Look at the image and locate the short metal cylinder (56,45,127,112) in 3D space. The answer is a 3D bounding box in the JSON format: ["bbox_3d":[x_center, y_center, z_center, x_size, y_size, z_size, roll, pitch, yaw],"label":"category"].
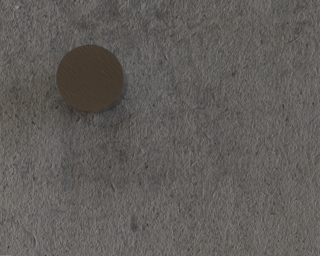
[{"bbox_3d":[-0.084,-0.060,0.397,0.080,0.050,0.080,0,90,0],"label":"short metal cylinder"}]
